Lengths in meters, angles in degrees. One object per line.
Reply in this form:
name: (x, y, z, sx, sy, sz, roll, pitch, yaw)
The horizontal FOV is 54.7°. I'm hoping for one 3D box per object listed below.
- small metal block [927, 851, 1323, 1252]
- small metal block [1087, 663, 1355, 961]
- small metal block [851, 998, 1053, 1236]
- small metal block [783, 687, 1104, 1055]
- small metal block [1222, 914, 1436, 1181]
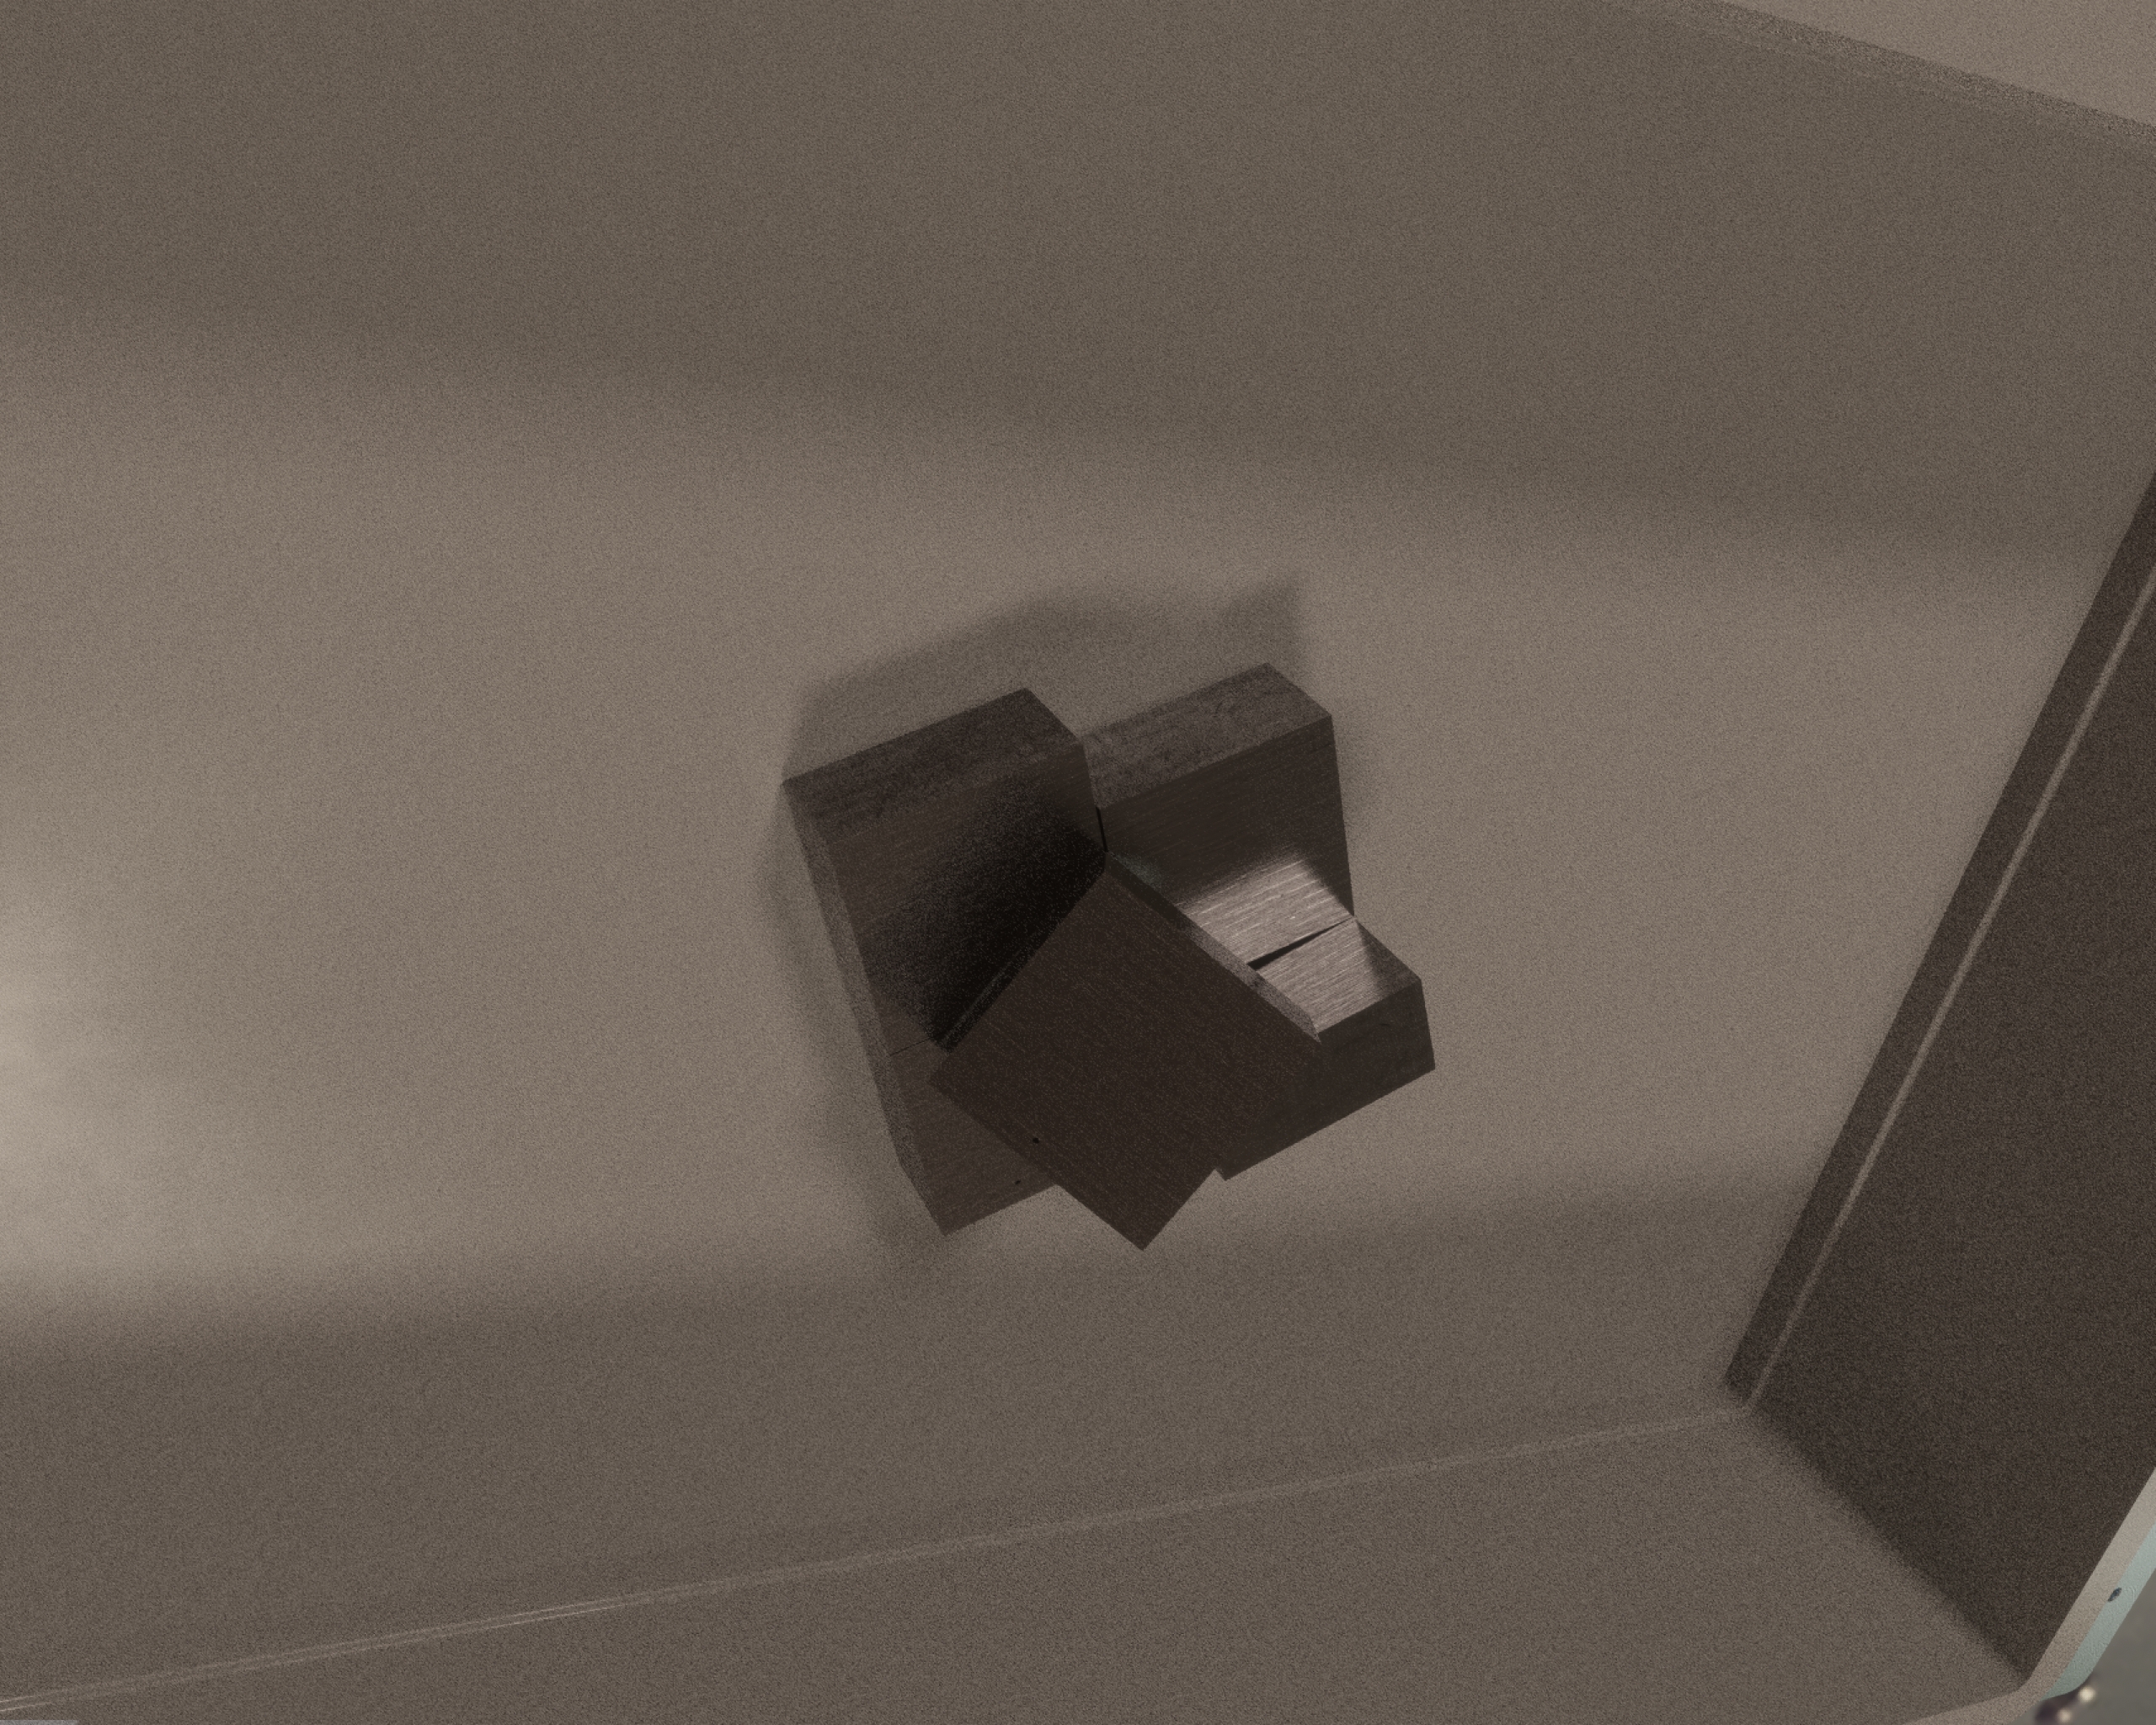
small metal block: (0.009, 0.034, 0.386, 0.050, 0.025, 0.050, 39, 97, -5)
small metal block: (0.025, -0.005, 0.419, 0.050, 0.025, 0.050, -23, 127, -15)
small metal block: (-0.014, 0.041, 0.426, 0.050, 0.025, 0.050, -23, 127, -15)
small metal block: (-0.023, 0.001, 0.397, 0.050, 0.025, 0.050, -23, 127, -15)
small metal block: (0.038, 0.031, 0.432, 0.050, 0.050, 0.025, -26, 128, -14)
